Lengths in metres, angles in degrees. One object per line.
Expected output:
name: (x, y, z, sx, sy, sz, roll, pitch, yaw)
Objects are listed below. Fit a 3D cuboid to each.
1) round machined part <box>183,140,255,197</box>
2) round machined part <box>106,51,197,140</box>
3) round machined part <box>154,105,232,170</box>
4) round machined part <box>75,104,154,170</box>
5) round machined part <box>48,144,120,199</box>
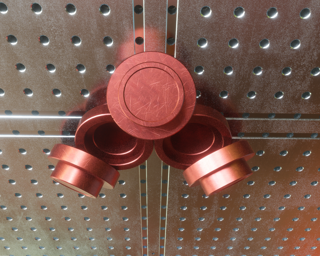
round machined part: (0.084, 0.058, 0.416, 0.099, 0.042, 0.098, -24, 162, -8)
round machined part: (-0.009, -0.035, 0.337, 0.099, 0.042, 0.097, 0, 92, -1)
round machined part: (0.042, 0.008, 0.408, 0.099, 0.042, 0.097, -1, 130, 0)
round machined part: (-0.057, 0.007, 0.405, 0.099, 0.042, 0.097, -1, 130, 0)
round machined part: (-0.108, 0.063, 0.422, 0.098, 0.042, 0.098, 20, 158, 9)
